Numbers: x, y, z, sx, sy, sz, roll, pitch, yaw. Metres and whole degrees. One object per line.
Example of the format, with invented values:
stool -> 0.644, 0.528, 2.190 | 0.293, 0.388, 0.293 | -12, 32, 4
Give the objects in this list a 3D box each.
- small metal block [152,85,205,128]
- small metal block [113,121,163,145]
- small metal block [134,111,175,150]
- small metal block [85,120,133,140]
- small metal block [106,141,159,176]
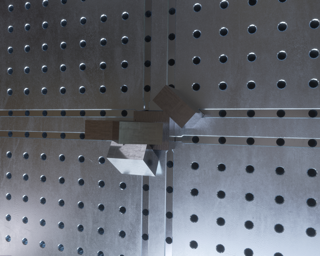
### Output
small metal block -> 0.025, -0.026, 0.391 | 0.050, 0.050, 0.025 | 45, 103, 14
small metal block -> -0.028, 0.005, 0.372 | 0.050, 0.050, 0.025 | 2, 92, -17
small metal block -> -0.008, 0.003, 0.416 | 0.050, 0.025, 0.050 | 2, 90, 19
small metal block -> -0.066, 0.002, 0.423 | 0.050, 0.050, 0.025 | 2, 91, 20
small metal block -> -0.034, 0.041, 0.409 | 0.050, 0.050, 0.025 | 1, 59, 20
